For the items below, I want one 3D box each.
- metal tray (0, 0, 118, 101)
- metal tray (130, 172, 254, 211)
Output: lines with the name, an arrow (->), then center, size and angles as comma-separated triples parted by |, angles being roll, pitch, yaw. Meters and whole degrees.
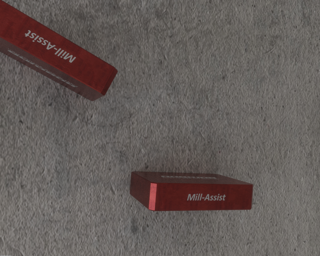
metal tray -> -0.117, -0.076, 0.330 | 0.131, 0.090, 0.030 | 29, 81, -18
metal tray -> 0.037, 0.077, 0.387 | 0.131, 0.090, 0.030 | 5, 89, -20
